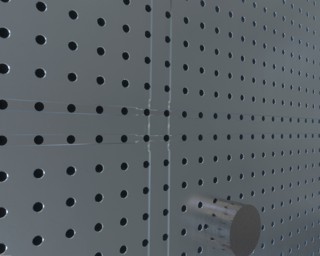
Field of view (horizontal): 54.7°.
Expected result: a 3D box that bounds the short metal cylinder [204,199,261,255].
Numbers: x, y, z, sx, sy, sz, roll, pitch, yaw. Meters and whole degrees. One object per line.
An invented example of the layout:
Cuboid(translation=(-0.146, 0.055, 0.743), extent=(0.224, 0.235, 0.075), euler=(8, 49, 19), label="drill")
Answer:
Cuboid(translation=(0.115, 0.156, 0.490), extent=(0.081, 0.050, 0.079), euler=(0, 90, -40), label="short metal cylinder")
